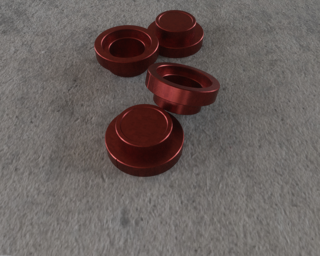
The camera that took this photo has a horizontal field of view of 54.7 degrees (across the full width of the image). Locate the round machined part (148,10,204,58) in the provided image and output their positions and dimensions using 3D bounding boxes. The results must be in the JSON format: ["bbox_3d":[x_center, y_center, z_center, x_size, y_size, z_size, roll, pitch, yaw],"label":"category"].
[{"bbox_3d":[0.026,-0.167,0.533,0.099,0.042,0.098,0,50,0],"label":"round machined part"}]

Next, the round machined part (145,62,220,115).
[{"bbox_3d":[0.028,-0.052,0.421,0.099,0.042,0.098,11,29,-6],"label":"round machined part"}]

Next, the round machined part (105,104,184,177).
[{"bbox_3d":[-0.019,0.008,0.385,0.099,0.042,0.098,0,50,0],"label":"round machined part"}]

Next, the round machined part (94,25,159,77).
[{"bbox_3d":[-0.051,-0.118,0.491,0.099,0.042,0.098,0,50,0],"label":"round machined part"}]
